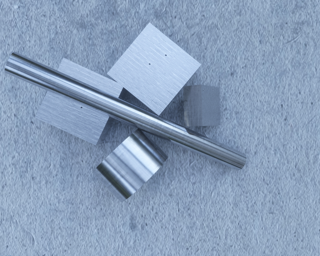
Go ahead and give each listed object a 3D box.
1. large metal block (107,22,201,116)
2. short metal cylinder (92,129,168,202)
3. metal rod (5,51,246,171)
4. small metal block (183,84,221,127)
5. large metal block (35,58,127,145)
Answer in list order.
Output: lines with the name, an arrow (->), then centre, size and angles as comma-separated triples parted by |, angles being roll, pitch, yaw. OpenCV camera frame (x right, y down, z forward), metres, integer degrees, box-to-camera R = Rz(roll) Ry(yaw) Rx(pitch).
large metal block -> -0.007, -0.071, 0.396 | 0.080, 0.050, 0.080 | 39, 90, 0
short metal cylinder -> -0.036, 0.045, 0.383 | 0.080, 0.080, 0.050 | -44, 90, 0
metal rod -> -0.026, -0.012, 0.370 | 0.302, 0.025, 0.025 | 23, 90, -17
small metal block -> 0.054, -0.028, 0.397 | 0.025, 0.050, 0.050 | -2, 90, 36
large metal block -> -0.097, -0.032, 0.398 | 0.080, 0.050, 0.080 | 25, 90, 0
